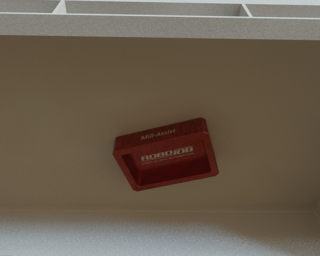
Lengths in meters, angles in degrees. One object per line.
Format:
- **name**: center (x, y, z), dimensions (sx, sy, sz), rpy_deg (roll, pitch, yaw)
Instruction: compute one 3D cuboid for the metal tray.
- **metal tray**: center (0.010, 0.041, 0.440), dimensions (0.131, 0.030, 0.090), rpy_deg (-13, 129, 10)
